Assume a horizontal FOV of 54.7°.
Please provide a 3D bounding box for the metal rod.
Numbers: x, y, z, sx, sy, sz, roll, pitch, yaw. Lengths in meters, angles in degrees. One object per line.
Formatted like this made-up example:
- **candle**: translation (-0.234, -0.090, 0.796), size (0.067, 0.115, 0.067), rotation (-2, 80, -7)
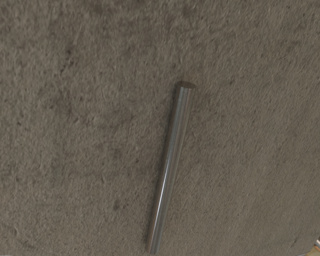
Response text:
- **metal rod**: translation (0.010, 0.076, 0.460), size (0.025, 0.025, 0.298), rotation (-5, 121, -27)
